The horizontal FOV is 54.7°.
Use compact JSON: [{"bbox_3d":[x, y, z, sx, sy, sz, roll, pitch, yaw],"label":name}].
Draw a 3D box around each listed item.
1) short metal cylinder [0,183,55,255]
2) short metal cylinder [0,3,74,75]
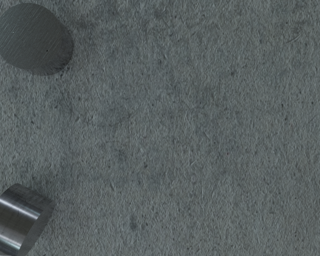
[{"bbox_3d":[-0.174,0.115,0.381,0.050,0.080,0.080,27,90,0],"label":"short metal cylinder"},{"bbox_3d":[-0.158,-0.110,0.396,0.081,0.050,0.080,0,90,0],"label":"short metal cylinder"}]
